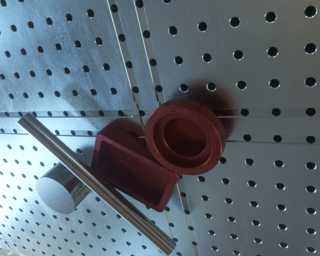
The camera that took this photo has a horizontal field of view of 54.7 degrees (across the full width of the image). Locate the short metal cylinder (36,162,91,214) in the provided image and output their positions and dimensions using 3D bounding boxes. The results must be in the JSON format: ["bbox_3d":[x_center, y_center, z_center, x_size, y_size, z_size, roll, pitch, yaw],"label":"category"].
[{"bbox_3d":[-0.168,0.104,0.546,0.080,0.050,0.079,13,124,20],"label":"short metal cylinder"}]

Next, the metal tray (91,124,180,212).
[{"bbox_3d":[-0.037,0.061,0.463,0.130,0.030,0.089,27,128,11],"label":"metal tray"}]

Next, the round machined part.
[{"bbox_3d":[0.034,0.008,0.386,0.098,0.042,0.097,13,124,20],"label":"round machined part"}]

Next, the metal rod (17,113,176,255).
[{"bbox_3d":[-0.094,0.087,0.472,0.300,0.025,0.025,42,129,-2],"label":"metal rod"}]
